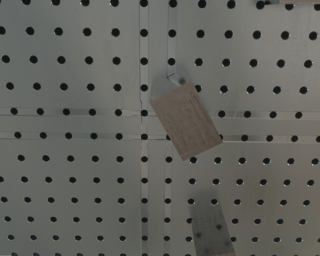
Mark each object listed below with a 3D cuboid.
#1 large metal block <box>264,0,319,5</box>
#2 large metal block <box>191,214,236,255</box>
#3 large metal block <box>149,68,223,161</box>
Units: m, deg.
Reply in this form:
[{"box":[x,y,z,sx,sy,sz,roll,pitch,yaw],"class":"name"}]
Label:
[{"box":[0.166,-0.177,0.336,0.080,0.050,0.079,0,110,0],"class":"large metal block"},{"box":[0.081,0.187,0.454,0.050,0.080,0.080,-12,110,4],"class":"large metal block"},{"box":[0.030,-0.019,0.377,0.050,0.080,0.080,-27,108,9],"class":"large metal block"}]
